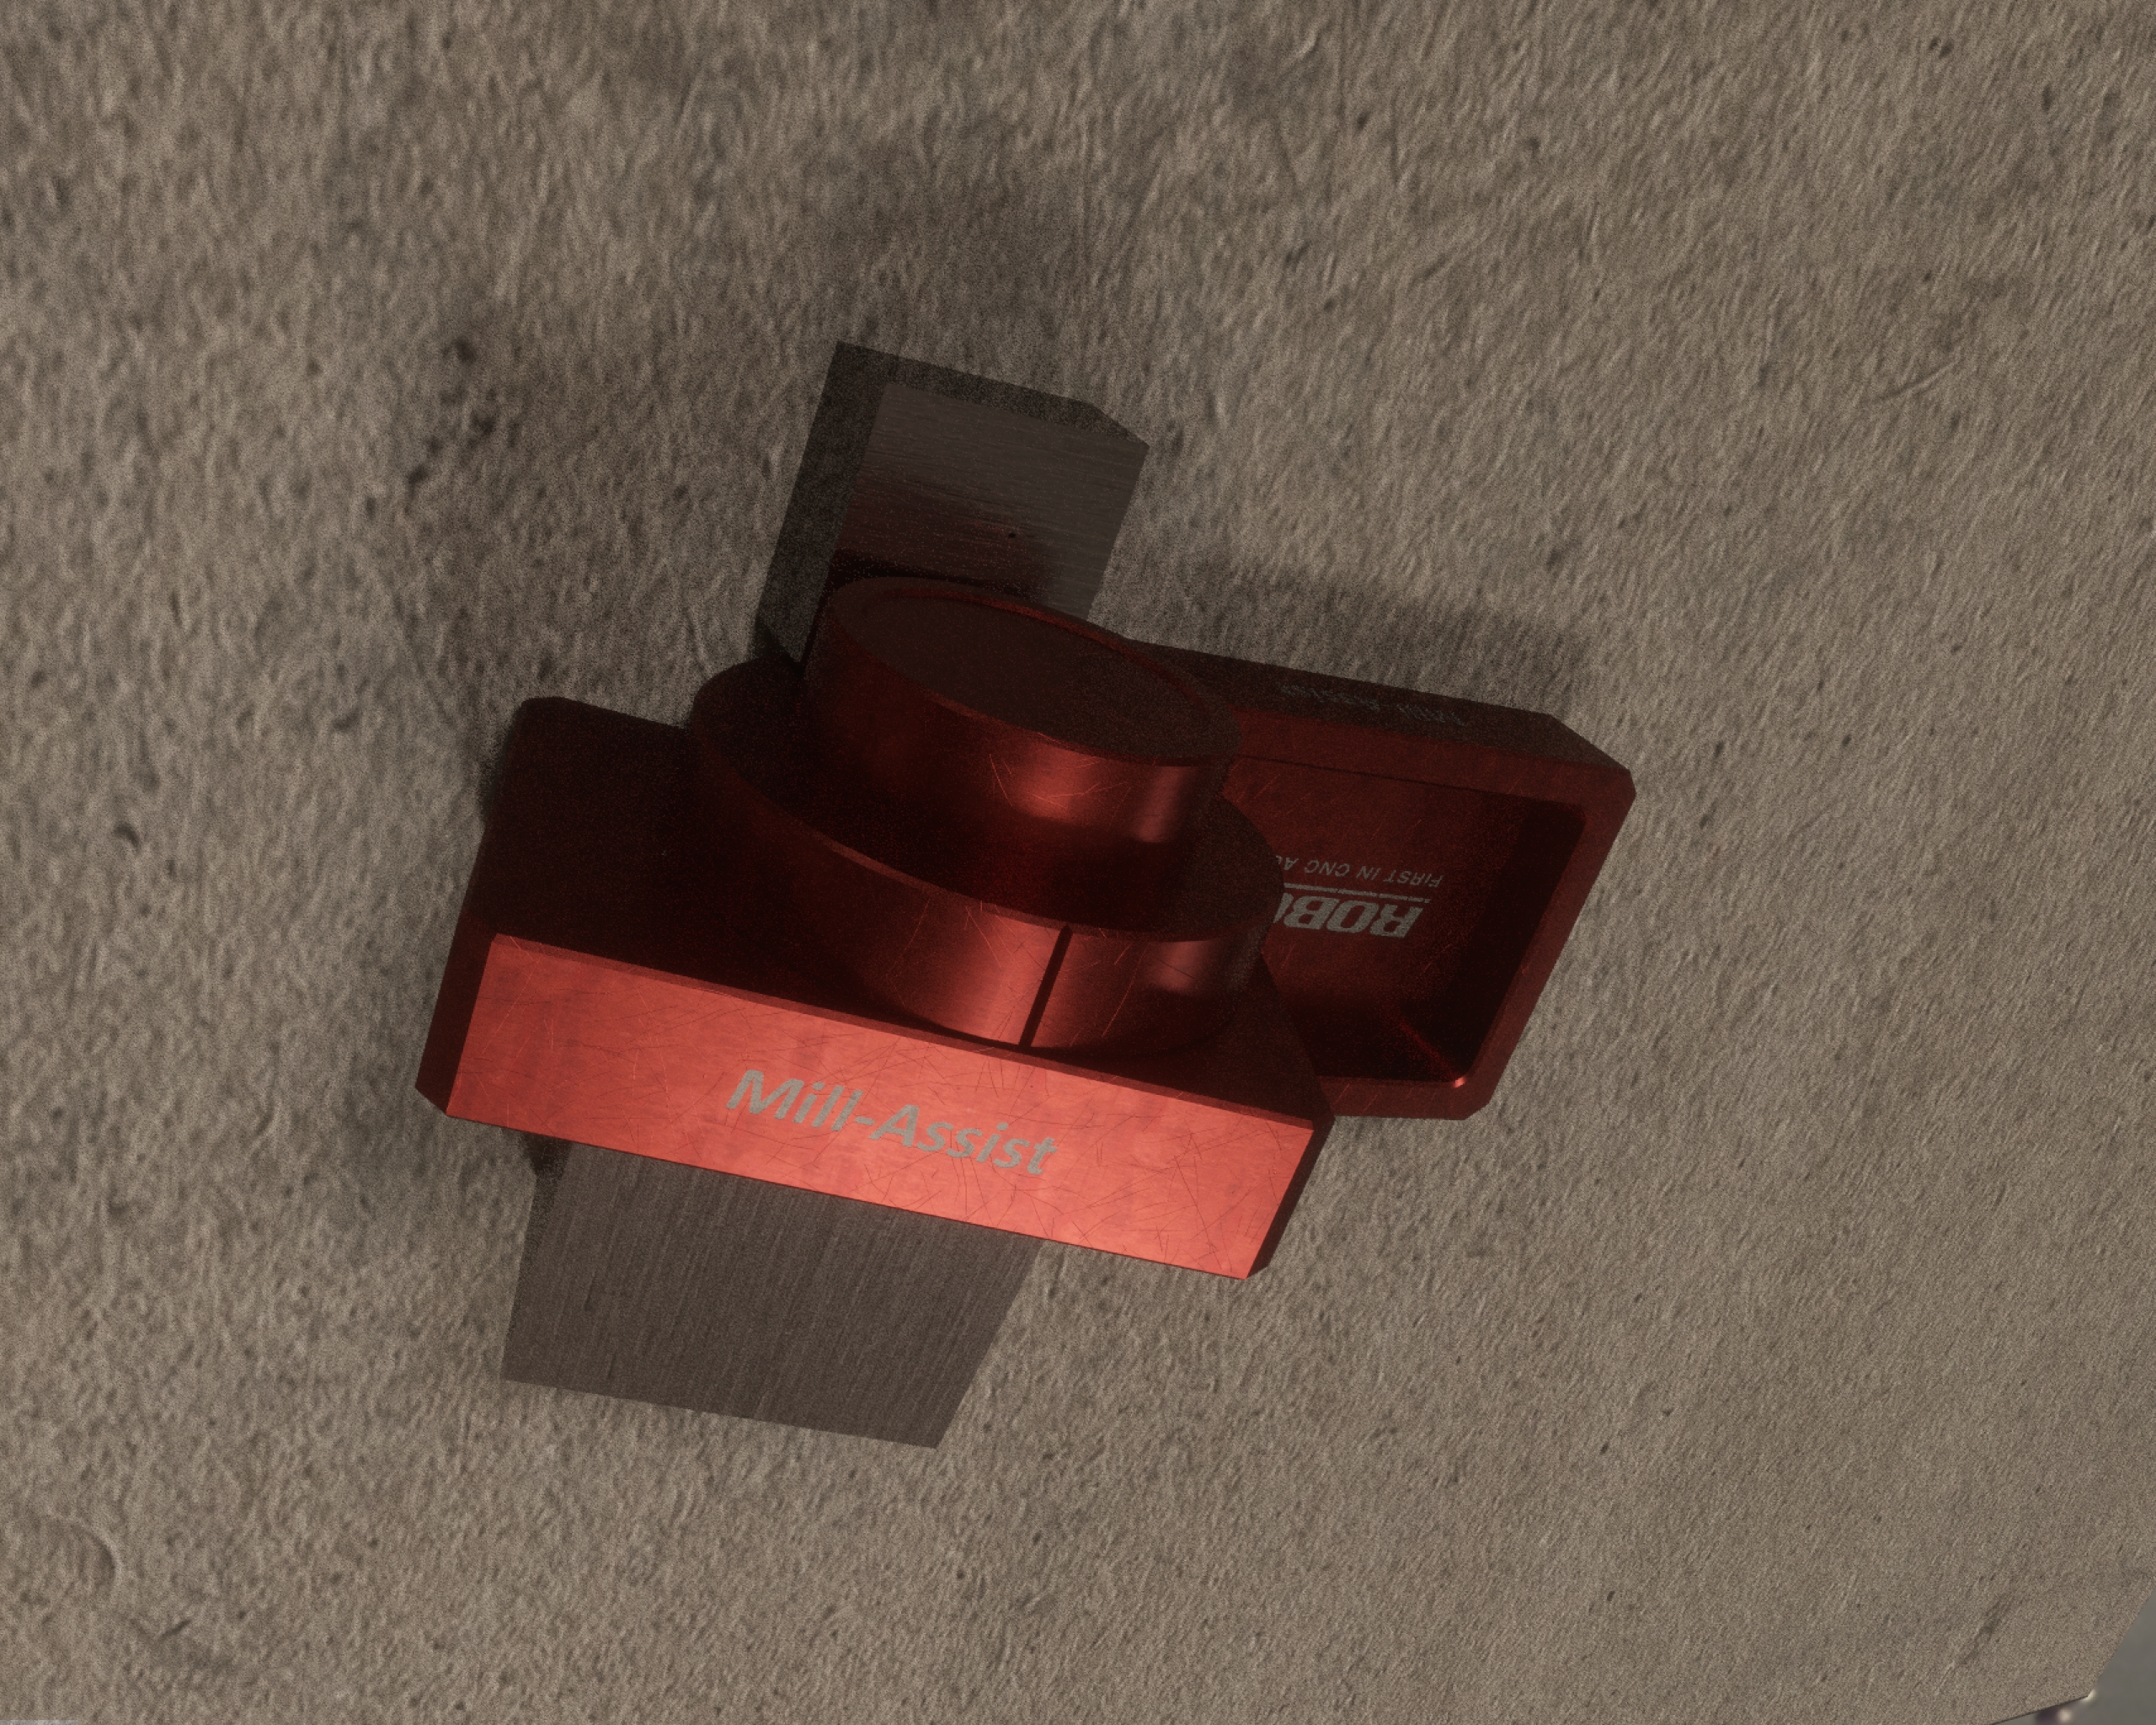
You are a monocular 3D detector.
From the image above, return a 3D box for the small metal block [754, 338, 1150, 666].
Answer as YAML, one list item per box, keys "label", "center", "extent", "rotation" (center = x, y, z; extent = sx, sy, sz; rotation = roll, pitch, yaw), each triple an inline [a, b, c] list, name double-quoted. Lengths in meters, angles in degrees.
- label: "small metal block"
  center: [-0.022, -0.058, 0.362]
  extent: [0.050, 0.025, 0.050]
  rotation: [7, 115, -32]

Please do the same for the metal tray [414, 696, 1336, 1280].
- label: "metal tray"
  center: [-0.032, 0.018, 0.339]
  extent: [0.131, 0.090, 0.030]
  rotation: [14, 113, -15]

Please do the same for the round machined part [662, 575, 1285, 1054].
- label: "round machined part"
  center: [-0.013, -0.013, 0.333]
  extent: [0.099, 0.098, 0.042]
  rotation: [6, 115, -32]

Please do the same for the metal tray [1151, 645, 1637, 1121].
- label: "metal tray"
  center: [0.045, 0.007, 0.436]
  extent: [0.131, 0.030, 0.089]
  rotation: [6, 115, -32]

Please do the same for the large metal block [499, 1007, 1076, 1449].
- label: "large metal block"
  center: [-0.052, 0.055, 0.375]
  extent: [0.081, 0.050, 0.079]
  rotation: [14, 125, -15]
